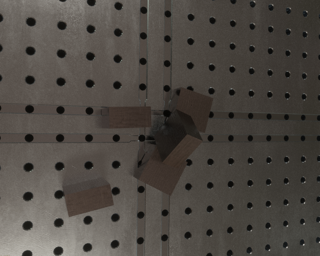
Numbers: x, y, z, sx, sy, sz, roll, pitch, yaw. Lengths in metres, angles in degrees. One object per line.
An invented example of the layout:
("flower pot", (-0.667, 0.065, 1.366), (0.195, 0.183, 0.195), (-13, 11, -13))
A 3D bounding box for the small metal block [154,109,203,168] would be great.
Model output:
("small metal block", (0.021, 0.013, 0.389), (0.025, 0.050, 0.050), (23, 119, -31))

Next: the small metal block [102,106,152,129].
("small metal block", (-0.043, -0.013, 0.384), (0.050, 0.050, 0.025), (-2, 91, -20))

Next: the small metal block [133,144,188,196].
("small metal block", (0.001, 0.056, 0.414), (0.050, 0.025, 0.050), (31, 80, -18))

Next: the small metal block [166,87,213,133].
("small metal block", (0.041, -0.024, 0.429), (0.050, 0.025, 0.050), (16, 85, -20))

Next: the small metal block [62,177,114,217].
("small metal block", (-0.087, 0.080, 0.368), (0.050, 0.050, 0.025), (-11, 94, -20))
